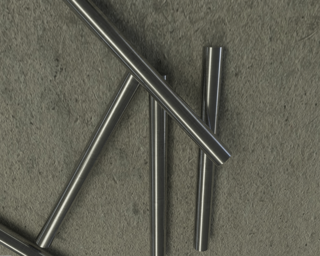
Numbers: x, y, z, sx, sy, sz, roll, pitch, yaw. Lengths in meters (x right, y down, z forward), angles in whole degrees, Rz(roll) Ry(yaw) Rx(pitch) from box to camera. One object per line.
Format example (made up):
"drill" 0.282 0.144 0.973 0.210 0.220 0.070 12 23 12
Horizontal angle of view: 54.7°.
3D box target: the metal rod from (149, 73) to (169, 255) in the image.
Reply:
"metal rod" -0.003 0.073 0.436 0.025 0.025 0.298 0 110 0

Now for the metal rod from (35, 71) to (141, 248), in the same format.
"metal rod" -0.102 0.051 0.427 0.025 0.025 0.298 28 107 -10

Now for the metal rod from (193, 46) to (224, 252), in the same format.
"metal rod" 0.064 0.041 0.425 0.025 0.025 0.298 0 110 0

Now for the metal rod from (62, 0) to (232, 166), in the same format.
"metal rod" -0.025 -0.071 0.360 0.025 0.025 0.300 -42 97 14

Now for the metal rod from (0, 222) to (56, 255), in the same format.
"metal rod" -0.246 0.153 0.463 0.301 0.025 0.025 38 106 -13
